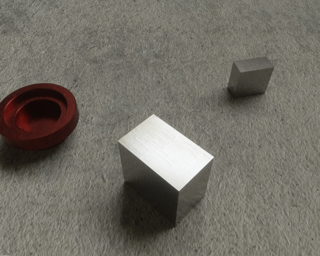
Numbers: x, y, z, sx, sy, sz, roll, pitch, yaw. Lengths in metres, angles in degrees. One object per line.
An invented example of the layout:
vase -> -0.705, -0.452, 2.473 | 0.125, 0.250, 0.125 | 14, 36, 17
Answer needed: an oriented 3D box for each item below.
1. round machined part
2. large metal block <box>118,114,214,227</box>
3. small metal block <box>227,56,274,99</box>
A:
round machined part -> -0.154, -0.010, 0.399 | 0.099, 0.042, 0.098 | 0, 50, 0
large metal block -> 0.005, 0.046, 0.329 | 0.080, 0.080, 0.050 | 36, 59, 26
small metal block -> 0.131, -0.073, 0.450 | 0.050, 0.050, 0.025 | -10, 51, -9
